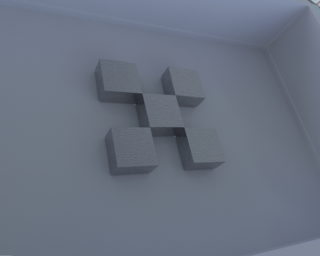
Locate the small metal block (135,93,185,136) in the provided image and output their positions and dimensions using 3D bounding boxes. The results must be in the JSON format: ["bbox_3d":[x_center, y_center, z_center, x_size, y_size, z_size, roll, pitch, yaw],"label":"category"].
[{"bbox_3d":[0.000,-0.017,0.413,0.050,0.025,0.050,0,62,-28],"label":"small metal block"}]

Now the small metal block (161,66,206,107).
[{"bbox_3d":[0.034,-0.060,0.457,0.050,0.025,0.050,2,61,-27],"label":"small metal block"}]

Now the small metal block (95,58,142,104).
[{"bbox_3d":[-0.056,-0.061,0.410,0.050,0.025,0.050,2,61,-28],"label":"small metal block"}]

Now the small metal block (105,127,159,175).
[{"bbox_3d":[-0.034,0.027,0.368,0.050,0.025,0.050,1,61,-28],"label":"small metal block"}]

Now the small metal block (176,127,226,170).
[{"bbox_3d":[0.054,0.027,0.415,0.050,0.025,0.050,1,61,-28],"label":"small metal block"}]
